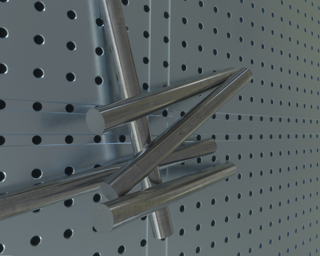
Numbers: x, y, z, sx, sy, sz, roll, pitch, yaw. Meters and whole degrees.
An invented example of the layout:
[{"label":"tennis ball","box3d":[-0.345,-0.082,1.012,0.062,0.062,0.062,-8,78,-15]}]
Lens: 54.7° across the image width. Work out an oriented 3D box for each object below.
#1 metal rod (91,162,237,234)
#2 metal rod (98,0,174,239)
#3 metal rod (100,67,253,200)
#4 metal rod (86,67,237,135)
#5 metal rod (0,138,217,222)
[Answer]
[{"label":"metal rod","box3d":[0.033,0.071,0.382,0.302,0.025,0.025,-3,92,-58]},{"label":"metal rod","box3d":[-0.029,-0.019,0.363,0.025,0.025,0.298,-15,93,-39]},{"label":"metal rod","box3d":[0.043,-0.011,0.391,0.302,0.025,0.025,-39,114,-39]},{"label":"metal rod","box3d":[0.030,-0.047,0.398,0.302,0.025,0.025,-25,106,-49]},{"label":"metal rod","box3d":[-0.036,0.050,0.380,0.302,0.025,0.025,-12,98,-40]}]
